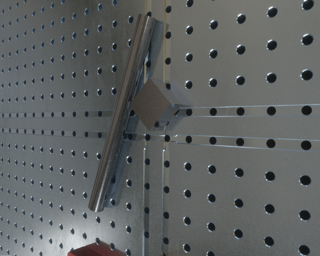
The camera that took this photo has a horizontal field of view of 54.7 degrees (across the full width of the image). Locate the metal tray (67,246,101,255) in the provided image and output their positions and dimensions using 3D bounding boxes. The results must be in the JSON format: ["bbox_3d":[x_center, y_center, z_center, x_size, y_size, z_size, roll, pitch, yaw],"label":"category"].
[{"bbox_3d":[-0.113,0.270,0.496,0.090,0.030,0.129,8,95,39],"label":"metal tray"}]

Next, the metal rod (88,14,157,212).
[{"bbox_3d":[-0.059,-0.013,0.455,0.025,0.025,0.298,27,107,36],"label":"metal rod"}]

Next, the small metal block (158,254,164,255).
[{"bbox_3d":[-0.021,0.197,0.408,0.050,0.050,0.025,-49,62,29],"label":"small metal block"}]

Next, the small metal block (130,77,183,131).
[{"bbox_3d":[-0.006,-0.031,0.413,0.050,0.025,0.050,-51,60,27],"label":"small metal block"}]
